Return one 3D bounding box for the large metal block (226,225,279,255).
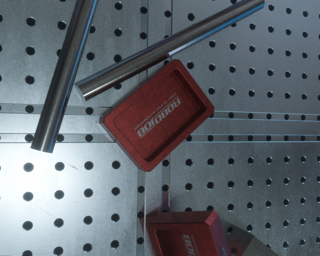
[{"bbox_3d":[0.126,0.203,0.448,0.080,0.050,0.080,41,77,-16],"label":"large metal block"}]

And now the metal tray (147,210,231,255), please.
[{"bbox_3d":[0.045,0.173,0.396,0.030,0.090,0.129,-27,102,-56],"label":"metal tray"}]

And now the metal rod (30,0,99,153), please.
[{"bbox_3d":[-0.099,-0.117,0.376,0.025,0.025,0.299,17,84,-20],"label":"metal rod"}]

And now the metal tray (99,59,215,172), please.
[{"bbox_3d":[-0.001,-0.017,0.410,0.130,0.030,0.090,-42,104,-15],"label":"metal tray"}]

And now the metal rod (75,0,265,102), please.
[{"bbox_3d":[0.026,-0.117,0.423,0.302,0.025,0.025,-31,101,-18],"label":"metal rod"}]
